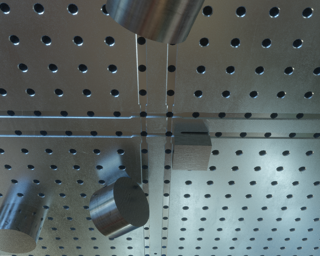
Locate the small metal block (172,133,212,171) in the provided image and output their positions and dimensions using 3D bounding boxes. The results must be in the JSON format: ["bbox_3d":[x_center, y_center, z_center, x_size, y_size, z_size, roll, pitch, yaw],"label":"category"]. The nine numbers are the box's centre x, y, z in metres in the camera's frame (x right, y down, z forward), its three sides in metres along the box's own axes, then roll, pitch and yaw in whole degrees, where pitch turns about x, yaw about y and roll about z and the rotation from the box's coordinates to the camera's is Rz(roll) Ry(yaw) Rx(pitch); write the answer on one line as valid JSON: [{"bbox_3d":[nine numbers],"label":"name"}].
[{"bbox_3d":[0.044,0.034,0.441,0.050,0.025,0.050,2,130,-2],"label":"small metal block"}]

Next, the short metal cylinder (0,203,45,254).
[{"bbox_3d":[-0.251,0.177,0.543,0.081,0.050,0.079,0,130,0],"label":"short metal cylinder"}]

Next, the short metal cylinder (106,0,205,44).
[{"bbox_3d":[-0.002,-0.118,0.275,0.081,0.080,0.050,17,128,-14],"label":"short metal cylinder"}]

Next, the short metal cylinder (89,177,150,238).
[{"bbox_3d":[-0.061,0.123,0.479,0.050,0.080,0.080,-32,123,24],"label":"short metal cylinder"}]
